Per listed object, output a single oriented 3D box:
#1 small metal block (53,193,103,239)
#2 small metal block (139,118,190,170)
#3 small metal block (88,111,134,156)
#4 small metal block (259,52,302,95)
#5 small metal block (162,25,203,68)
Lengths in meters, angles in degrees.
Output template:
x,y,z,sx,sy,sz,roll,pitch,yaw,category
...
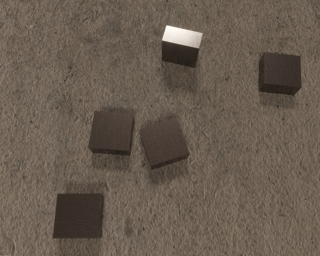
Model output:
x,y,z,sx,sy,sz,roll,pitch,yaw,category
-0.096,0.105,0.369,0.050,0.025,0.050,0,70,-1,small metal block
0.005,0.021,0.401,0.050,0.025,0.050,-18,71,-7,small metal block
-0.062,0.007,0.405,0.050,0.025,0.050,5,70,1,small metal block
0.169,-0.077,0.438,0.050,0.025,0.050,7,70,2,small metal block
0.030,-0.113,0.437,0.050,0.050,0.025,14,71,4,small metal block
